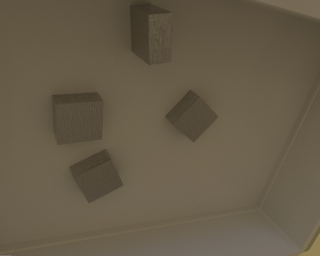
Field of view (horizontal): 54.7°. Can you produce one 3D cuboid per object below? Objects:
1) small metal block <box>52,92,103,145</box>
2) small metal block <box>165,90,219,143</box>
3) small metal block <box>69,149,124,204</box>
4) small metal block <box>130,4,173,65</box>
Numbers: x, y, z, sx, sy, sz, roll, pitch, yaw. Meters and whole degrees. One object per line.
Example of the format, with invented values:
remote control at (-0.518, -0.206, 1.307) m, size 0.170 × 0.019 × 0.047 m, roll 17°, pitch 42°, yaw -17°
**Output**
small metal block at (-0.093, -0.011, 0.352) m, size 0.050 × 0.025 × 0.050 m, roll -7°, pitch 122°, yaw -25°
small metal block at (0.044, -0.016, 0.425) m, size 0.050 × 0.025 × 0.050 m, roll -47°, pitch 130°, yaw 4°
small metal block at (-0.082, 0.063, 0.404) m, size 0.050 × 0.025 × 0.050 m, roll -27°, pitch 128°, yaw -12°
small metal block at (-0.010, -0.100, 0.327) m, size 0.025 × 0.050 × 0.050 m, roll -14°, pitch 124°, yaw -21°
